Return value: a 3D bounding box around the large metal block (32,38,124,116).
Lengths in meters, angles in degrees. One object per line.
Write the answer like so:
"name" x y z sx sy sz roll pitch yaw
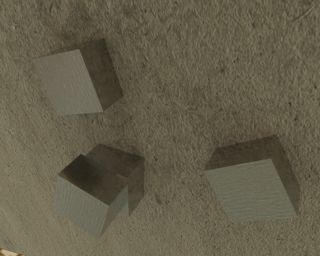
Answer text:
"large metal block" -0.105 -0.065 0.406 0.080 0.050 0.080 -3 117 29

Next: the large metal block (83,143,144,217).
"large metal block" -0.072 0.080 0.478 0.080 0.050 0.079 15 125 19

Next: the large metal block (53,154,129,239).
"large metal block" -0.099 0.097 0.438 0.080 0.050 0.079 28 128 10

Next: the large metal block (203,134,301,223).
"large metal block" 0.111 0.062 0.370 0.080 0.050 0.080 -17 109 35
